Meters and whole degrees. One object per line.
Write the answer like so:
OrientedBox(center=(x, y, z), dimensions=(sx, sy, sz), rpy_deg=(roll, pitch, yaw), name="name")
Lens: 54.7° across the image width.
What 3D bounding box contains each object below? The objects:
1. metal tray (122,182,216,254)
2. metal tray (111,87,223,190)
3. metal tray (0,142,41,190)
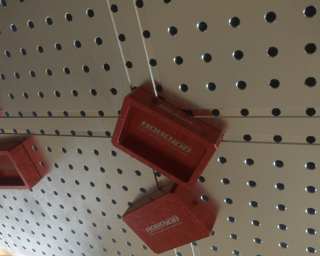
OrientedBox(center=(0.011, 0.145, 0.491), dimensions=(0.090, 0.030, 0.129), rpy_deg=(48, 128, -6), name="metal tray")
OrientedBox(center=(0.005, 0.015, 0.413), dimensions=(0.130, 0.030, 0.089), rpy_deg=(30, 128, 8), name="metal tray")
OrientedBox(center=(-0.307, 0.077, 0.613), dimensions=(0.130, 0.030, 0.090), rpy_deg=(-6, 116, 30), name="metal tray")
